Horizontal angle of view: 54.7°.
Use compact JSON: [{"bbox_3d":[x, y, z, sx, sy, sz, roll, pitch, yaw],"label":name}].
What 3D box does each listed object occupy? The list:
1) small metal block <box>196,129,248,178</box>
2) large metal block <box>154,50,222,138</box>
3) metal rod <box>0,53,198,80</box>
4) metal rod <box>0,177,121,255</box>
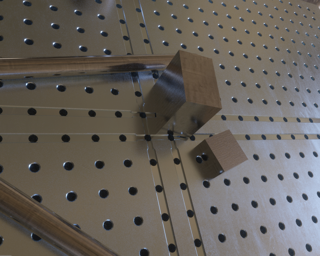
[{"bbox_3d":[0.087,0.035,0.433,0.050,0.025,0.050,-19,72,-35],"label":"small metal block"},{"bbox_3d":[0.033,-0.043,0.417,0.050,0.080,0.080,9,58,-24],"label":"large metal block"},{"bbox_3d":[-0.068,-0.087,0.424,0.303,0.025,0.025,-10,67,-32],"label":"metal rod"},{"bbox_3d":[-0.123,0.080,0.292,0.301,0.025,0.025,35,51,-5],"label":"metal rod"}]
